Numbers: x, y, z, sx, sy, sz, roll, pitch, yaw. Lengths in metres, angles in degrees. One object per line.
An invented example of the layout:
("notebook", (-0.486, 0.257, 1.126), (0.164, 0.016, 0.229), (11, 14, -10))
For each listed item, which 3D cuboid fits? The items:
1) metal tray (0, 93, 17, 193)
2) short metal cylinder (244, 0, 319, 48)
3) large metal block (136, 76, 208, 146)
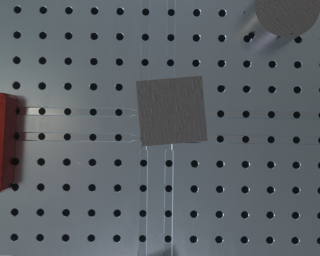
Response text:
("metal tray", (-0.243, 0.018, 0.408), (0.091, 0.030, 0.129), (3, 90, 0))
("short metal cylinder", (0.155, -0.150, 0.402), (0.081, 0.050, 0.080), (0, 90, 0))
("large metal block", (0.014, -0.021, 0.401), (0.080, 0.050, 0.080), (-5, 90, 0))
